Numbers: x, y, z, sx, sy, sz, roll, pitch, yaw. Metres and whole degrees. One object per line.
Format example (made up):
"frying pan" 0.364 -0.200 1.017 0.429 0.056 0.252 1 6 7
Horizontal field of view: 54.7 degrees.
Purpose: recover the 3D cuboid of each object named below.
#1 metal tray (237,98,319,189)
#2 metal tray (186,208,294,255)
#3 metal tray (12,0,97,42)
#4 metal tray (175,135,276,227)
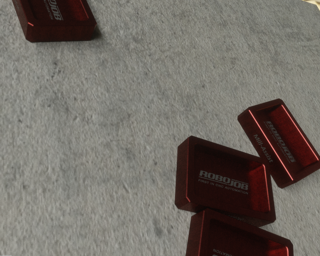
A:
"metal tray" 0.192 0.020 0.494 0.091 0.030 0.130 -16 70 -35
"metal tray" 0.094 0.158 0.356 0.131 0.030 0.090 24 53 -14
"metal tray" -0.153 -0.180 0.428 0.091 0.030 0.130 -13 69 -34
"metal tray" 0.086 0.071 0.405 0.131 0.030 0.090 18 55 -18
